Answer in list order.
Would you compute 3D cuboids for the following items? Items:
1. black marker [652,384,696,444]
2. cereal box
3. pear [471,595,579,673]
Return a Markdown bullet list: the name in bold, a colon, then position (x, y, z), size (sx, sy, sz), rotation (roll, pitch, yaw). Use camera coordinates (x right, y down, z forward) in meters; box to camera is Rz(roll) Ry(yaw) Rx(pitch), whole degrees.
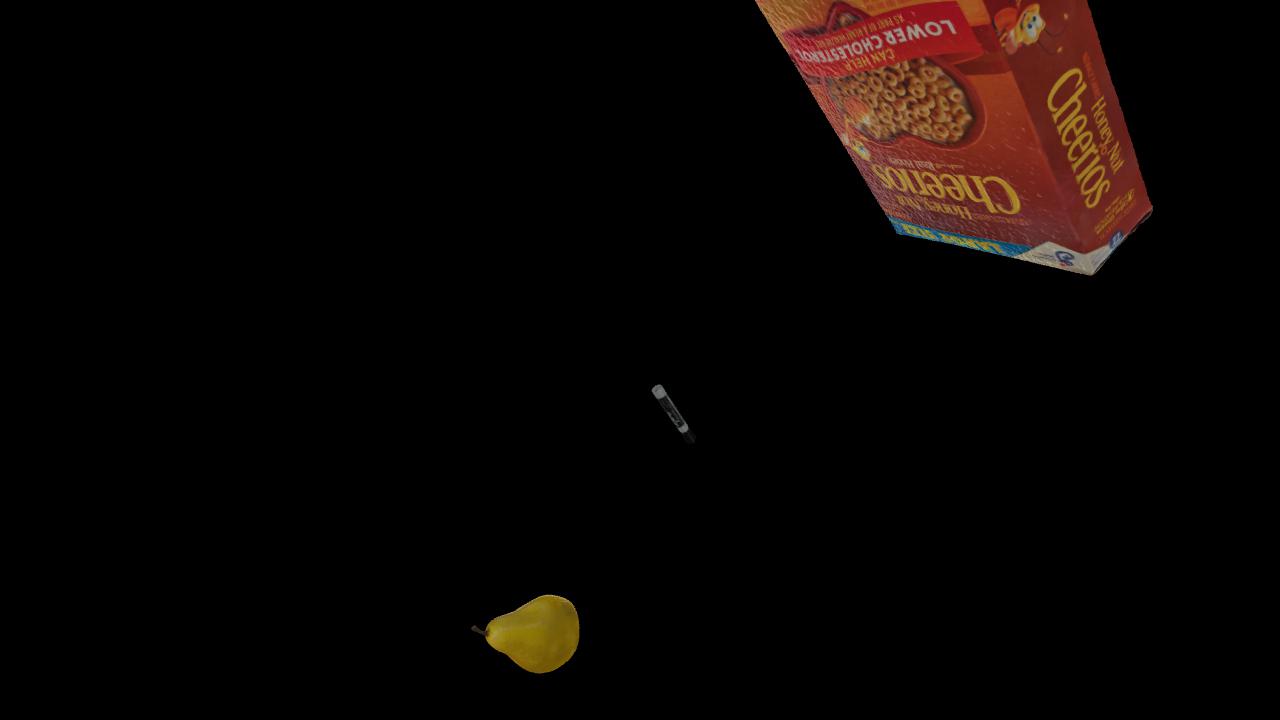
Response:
- **black marker**: position (0.056, 0.089, 0.988), size (0.020, 0.121, 0.020), rotation (-27, 26, 14)
- **cereal box**: position (0.225, -0.205, 0.463), size (0.306, 0.081, 0.203), rotation (44, 0, -31)
- **pear**: position (-0.119, 0.279, 0.622), size (0.111, 0.080, 0.080), rotation (7, -3, -27)
